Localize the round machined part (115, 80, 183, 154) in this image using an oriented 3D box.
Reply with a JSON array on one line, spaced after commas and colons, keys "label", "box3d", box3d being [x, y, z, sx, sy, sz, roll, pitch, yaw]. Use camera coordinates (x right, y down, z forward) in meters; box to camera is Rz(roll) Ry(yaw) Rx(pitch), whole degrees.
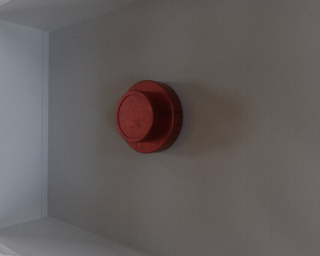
[{"label": "round machined part", "box3d": [-0.021, -0.015, 0.411, 0.098, 0.042, 0.097, 0, 90, 40]}]
